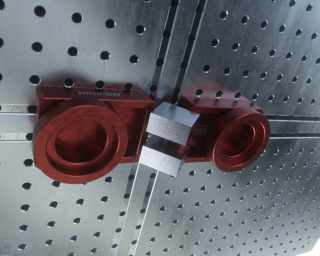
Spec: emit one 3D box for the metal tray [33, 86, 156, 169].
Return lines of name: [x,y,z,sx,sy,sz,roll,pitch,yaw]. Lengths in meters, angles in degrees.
metal tray: [-0.078,0.000,0.367,0.131,0.030,0.089,-1,121,-28]

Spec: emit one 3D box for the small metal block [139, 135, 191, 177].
small metal block: [0.007,0.032,0.400,0.050,0.050,0.025,20,115,11]

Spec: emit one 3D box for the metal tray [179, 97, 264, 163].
metal tray: [0.081,0.004,0.455,0.131,0.030,0.089,0,118,-29]

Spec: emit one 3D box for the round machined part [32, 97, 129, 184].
round machined part: [-0.088,0.010,0.342,0.099,0.042,0.097,-14,124,-21]

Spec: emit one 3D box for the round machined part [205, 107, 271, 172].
round machined part: [0.108,0.013,0.450,0.099,0.042,0.097,-14,124,-21]

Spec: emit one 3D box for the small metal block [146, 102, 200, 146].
small metal block: [0.017,-0.007,0.382,0.050,0.050,0.025,20,115,11]
